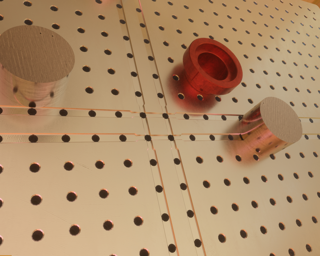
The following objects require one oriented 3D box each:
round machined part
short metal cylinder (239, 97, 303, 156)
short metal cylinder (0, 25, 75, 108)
[{"bbox_3d":[0.079,-0.093,0.496,0.099,0.042,0.098,14,56,-21],"label":"round machined part"},{"bbox_3d":[0.173,-0.002,0.486,0.081,0.050,0.080,14,56,-21],"label":"short metal cylinder"},{"bbox_3d":[-0.144,-0.071,0.357,0.081,0.050,0.080,14,56,-21],"label":"short metal cylinder"}]
